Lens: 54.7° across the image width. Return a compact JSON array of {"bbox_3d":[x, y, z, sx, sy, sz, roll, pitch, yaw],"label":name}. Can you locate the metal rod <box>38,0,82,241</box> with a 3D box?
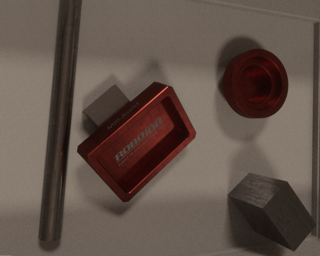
[{"bbox_3d":[-0.117,-0.020,0.367,0.025,0.025,0.298,5,88,-20],"label":"metal rod"}]

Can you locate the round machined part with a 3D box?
[{"bbox_3d":[0.134,-0.062,0.453,0.099,0.042,0.097,0,90,-21],"label":"round machined part"}]

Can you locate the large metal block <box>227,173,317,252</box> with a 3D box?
[{"bbox_3d":[0.157,0.116,0.441,0.050,0.080,0.080,-41,103,-15],"label":"large metal block"}]

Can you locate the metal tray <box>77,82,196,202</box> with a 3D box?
[{"bbox_3d":[-0.023,0.017,0.382,0.130,0.030,0.090,-42,127,-15],"label":"metal tray"}]

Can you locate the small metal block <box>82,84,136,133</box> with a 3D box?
[{"bbox_3d":[-0.060,-0.019,0.389,0.050,0.025,0.050,-44,104,-15],"label":"small metal block"}]
